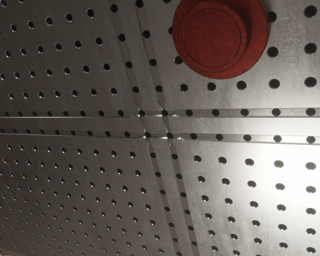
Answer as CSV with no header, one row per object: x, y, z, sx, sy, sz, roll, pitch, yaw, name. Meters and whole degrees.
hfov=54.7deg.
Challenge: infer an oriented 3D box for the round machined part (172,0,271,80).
0.057,-0.094,0.311,0.098,0.042,0.097,13,124,20,round machined part
